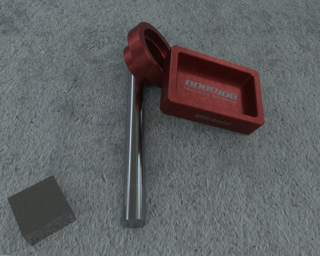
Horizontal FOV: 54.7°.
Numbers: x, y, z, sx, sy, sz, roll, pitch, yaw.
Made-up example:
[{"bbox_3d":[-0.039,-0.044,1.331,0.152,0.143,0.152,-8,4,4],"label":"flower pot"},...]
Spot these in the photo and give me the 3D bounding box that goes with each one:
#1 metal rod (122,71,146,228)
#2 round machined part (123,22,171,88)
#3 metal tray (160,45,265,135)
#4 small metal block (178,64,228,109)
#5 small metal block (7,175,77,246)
[{"bbox_3d":[-0.033,-0.016,0.416,0.025,0.025,0.300,-1,50,-2],"label":"metal rod"},{"bbox_3d":[-0.015,-0.099,0.449,0.042,0.098,0.098,-28,44,27],"label":"round machined part"},{"bbox_3d":[0.069,-0.049,0.404,0.131,0.030,0.090,13,59,-15],"label":"metal tray"},{"bbox_3d":[0.063,-0.062,0.456,0.050,0.025,0.050,-37,59,-27],"label":"small metal block"},{"bbox_3d":[-0.125,0.086,0.329,0.050,0.025,0.050,-27,56,-22],"label":"small metal block"}]
